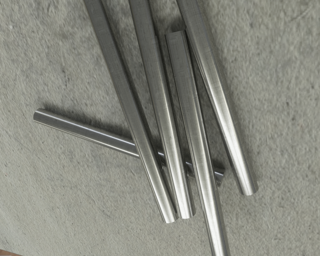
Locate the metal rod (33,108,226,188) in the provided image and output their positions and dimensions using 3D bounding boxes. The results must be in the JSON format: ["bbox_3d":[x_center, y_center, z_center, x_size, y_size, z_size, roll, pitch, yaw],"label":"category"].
[{"bbox_3d":[-0.055,0.023,0.448,0.301,0.025,0.025,17,125,17],"label":"metal rod"}]

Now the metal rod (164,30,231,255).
[{"bbox_3d":[0.050,0.036,0.375,0.025,0.025,0.298,-4,109,30],"label":"metal rod"}]

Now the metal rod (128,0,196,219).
[{"bbox_3d":[0.005,-0.024,0.368,0.025,0.025,0.298,-2,111,29],"label":"metal rod"}]

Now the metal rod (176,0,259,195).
[{"bbox_3d":[0.060,-0.052,0.342,0.025,0.025,0.299,-9,114,32],"label":"metal rod"}]

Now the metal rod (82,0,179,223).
[{"bbox_3d":[-0.031,-0.013,0.390,0.025,0.025,0.298,-9,107,32],"label":"metal rod"}]
